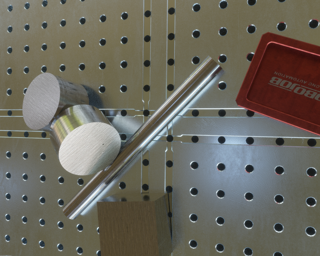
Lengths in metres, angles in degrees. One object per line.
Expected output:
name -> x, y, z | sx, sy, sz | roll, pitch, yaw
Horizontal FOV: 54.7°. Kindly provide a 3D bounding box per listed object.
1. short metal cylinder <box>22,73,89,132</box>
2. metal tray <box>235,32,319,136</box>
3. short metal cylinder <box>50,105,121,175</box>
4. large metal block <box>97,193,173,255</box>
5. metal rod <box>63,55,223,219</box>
short metal cylinder -> -0.148, -0.033, 0.440 | 0.080, 0.050, 0.080 | -8, 76, 33
metal tray -> 0.164, -0.045, 0.351 | 0.130, 0.030, 0.089 | 23, 98, 18
short metal cylinder -> -0.099, 0.016, 0.411 | 0.080, 0.080, 0.050 | -57, 42, 11
large metal block -> -0.032, 0.132, 0.411 | 0.080, 0.050, 0.080 | -5, 88, 20
metal rod -> -0.032, 0.021, 0.423 | 0.299, 0.025, 0.025 | -46, 76, 14
